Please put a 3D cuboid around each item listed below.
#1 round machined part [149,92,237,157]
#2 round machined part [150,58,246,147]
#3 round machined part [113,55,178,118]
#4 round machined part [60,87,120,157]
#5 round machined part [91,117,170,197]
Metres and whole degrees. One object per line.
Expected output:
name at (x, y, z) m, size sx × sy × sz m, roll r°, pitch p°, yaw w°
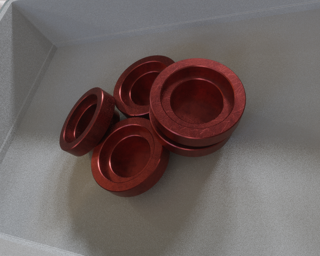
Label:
round machined part at (0.038, -0.011, 0.366) m, size 0.099 × 0.042 × 0.098 m, roll -1°, pitch 63°, yaw 2°
round machined part at (0.040, -0.024, 0.337) m, size 0.099 × 0.042 × 0.098 m, roll -1°, pitch 64°, yaw 3°
round machined part at (-0.012, -0.049, 0.428) m, size 0.098 × 0.042 × 0.098 m, roll -13°, pitch 56°, yaw 21°
round machined part at (-0.093, -0.005, 0.432) m, size 0.098 × 0.042 × 0.098 m, roll -31°, pitch 41°, yaw 33°
round machined part at (-0.033, 0.039, 0.385) m, size 0.098 × 0.042 × 0.098 m, roll -13°, pitch 56°, yaw 21°
